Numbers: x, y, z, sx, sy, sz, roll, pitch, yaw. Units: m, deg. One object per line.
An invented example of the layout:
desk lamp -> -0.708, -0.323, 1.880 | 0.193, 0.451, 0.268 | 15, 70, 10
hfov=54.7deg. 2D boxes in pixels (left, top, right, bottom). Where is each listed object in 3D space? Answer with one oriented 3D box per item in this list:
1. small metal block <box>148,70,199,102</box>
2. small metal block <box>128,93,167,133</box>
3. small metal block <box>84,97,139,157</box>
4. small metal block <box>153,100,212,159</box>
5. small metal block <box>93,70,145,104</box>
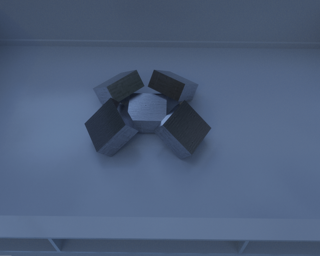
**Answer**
small metal block -> 0.019, -0.060, 0.437 | 0.050, 0.025, 0.050 | 28, 19, 21
small metal block -> -0.017, -0.020, 0.419 | 0.050, 0.025, 0.050 | 1, 50, 1
small metal block -> -0.062, -0.001, 0.388 | 0.050, 0.025, 0.050 | -42, 54, 14
small metal block -> 0.028, 0.002, 0.386 | 0.050, 0.025, 0.050 | 46, 57, -8
small metal block -> -0.058, -0.057, 0.434 | 0.050, 0.025, 0.050 | -35, 21, -25
